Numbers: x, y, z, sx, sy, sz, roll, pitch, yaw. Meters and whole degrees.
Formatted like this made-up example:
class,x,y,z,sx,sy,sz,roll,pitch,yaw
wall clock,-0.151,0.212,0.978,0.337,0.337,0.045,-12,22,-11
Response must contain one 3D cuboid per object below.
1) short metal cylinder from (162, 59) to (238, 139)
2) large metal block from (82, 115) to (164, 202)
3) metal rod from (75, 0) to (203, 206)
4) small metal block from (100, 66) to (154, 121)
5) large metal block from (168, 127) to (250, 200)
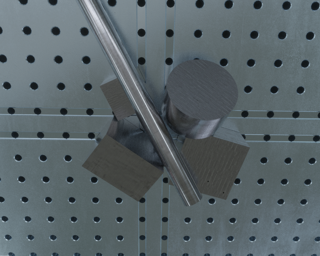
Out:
class,x,y,z,sx,sy,sz,roll,pitch,yaw
short metal cylinder,0.045,-0.033,0.365,0.081,0.080,0.050,8,153,-4
large metal block,-0.043,0.034,0.396,0.080,0.080,0.050,35,106,-13
metal rod,-0.028,-0.042,0.365,0.025,0.025,0.299,-27,97,9
small metal block,-0.041,-0.044,0.397,0.050,0.025,0.050,-23,109,8
large metal block,0.061,0.040,0.415,0.080,0.050,0.079,16,109,-7
